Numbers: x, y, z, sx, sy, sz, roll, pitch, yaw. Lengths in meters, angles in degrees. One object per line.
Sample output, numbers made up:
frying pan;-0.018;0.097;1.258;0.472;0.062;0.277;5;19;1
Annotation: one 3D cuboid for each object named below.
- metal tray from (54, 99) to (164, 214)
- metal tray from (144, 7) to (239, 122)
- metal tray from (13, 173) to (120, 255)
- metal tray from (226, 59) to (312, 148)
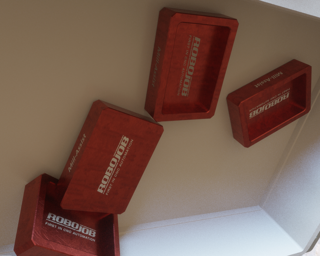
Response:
metal tray;-0.061;0.040;0.382;0.091;0.030;0.129;19;100;-38
metal tray;0.036;-0.073;0.379;0.091;0.030;0.129;-4;120;-27
metal tray;-0.105;0.122;0.380;0.030;0.090;0.130;-33;132;20
metal tray;0.170;-0.037;0.474;0.131;0.030;0.090;-28;128;-11
